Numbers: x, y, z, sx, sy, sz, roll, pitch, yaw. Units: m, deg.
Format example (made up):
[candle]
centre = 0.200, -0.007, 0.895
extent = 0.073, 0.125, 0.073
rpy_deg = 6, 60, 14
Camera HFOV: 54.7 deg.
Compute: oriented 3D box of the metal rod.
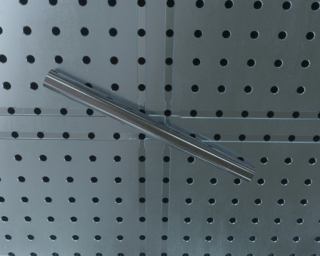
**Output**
[metal rod]
centre = -0.007, 0.001, 0.414
extent = 0.301, 0.025, 0.025
rpy_deg = 26, 108, -10
